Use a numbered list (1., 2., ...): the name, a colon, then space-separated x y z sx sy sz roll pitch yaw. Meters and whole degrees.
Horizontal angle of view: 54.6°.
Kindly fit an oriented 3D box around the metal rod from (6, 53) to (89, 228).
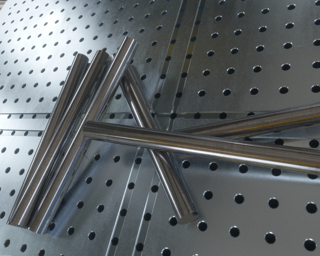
1. metal rod: -0.171 0.005 0.496 0.025 0.025 0.300 -2 61 27

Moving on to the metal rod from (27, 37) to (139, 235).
1. metal rod: -0.104 0.003 0.442 0.025 0.025 0.299 16 76 34

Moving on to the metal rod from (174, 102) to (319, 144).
1. metal rod: 0.152 -0.012 0.335 0.300 0.025 0.025 -12 57 22

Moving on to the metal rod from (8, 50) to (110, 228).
1. metal rod: -0.144 0.001 0.475 0.025 0.025 0.300 3 60 30

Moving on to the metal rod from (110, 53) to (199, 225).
1. metal rod: -0.021 -0.009 0.425 0.025 0.025 0.300 -32 52 8

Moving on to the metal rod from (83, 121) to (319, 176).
1. metal rod: 0.043 0.020 0.350 0.300 0.025 0.025 7 65 23
